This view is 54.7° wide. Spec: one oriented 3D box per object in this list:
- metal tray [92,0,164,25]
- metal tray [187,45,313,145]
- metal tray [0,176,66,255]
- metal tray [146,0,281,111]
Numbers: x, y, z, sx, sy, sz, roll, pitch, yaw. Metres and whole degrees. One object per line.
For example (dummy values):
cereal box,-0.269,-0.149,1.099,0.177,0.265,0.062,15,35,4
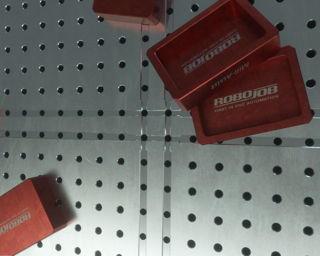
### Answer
metal tray,-0.035,-0.213,0.421,0.090,0.030,0.129,13,94,19
metal tray,0.102,-0.036,0.373,0.130,0.030,0.090,-14,86,19
metal tray,-0.220,0.144,0.486,0.130,0.030,0.090,-31,80,17
metal tray,0.058,-0.090,0.362,0.130,0.030,0.090,-33,58,8
